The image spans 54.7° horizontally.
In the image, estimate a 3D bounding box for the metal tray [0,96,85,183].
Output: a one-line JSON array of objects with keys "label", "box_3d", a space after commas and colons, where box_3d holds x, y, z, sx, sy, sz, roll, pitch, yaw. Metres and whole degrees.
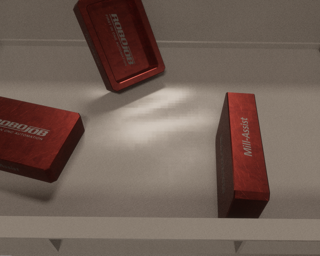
[{"label": "metal tray", "box_3d": [-0.175, 0.011, 0.391, 0.131, 0.030, 0.090, 12, 51, 9]}]

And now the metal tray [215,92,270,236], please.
[{"label": "metal tray", "box_3d": [0.083, 0.036, 0.333, 0.030, 0.089, 0.130, 4, 50, 3]}]

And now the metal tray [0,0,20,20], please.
[{"label": "metal tray", "box_3d": [-0.349, -0.225, 0.588, 0.090, 0.030, 0.130, 22, 53, 17]}]

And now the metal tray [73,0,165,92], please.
[{"label": "metal tray", "box_3d": [-0.056, -0.128, 0.449, 0.091, 0.129, 0.030, -27, 17, -21]}]
